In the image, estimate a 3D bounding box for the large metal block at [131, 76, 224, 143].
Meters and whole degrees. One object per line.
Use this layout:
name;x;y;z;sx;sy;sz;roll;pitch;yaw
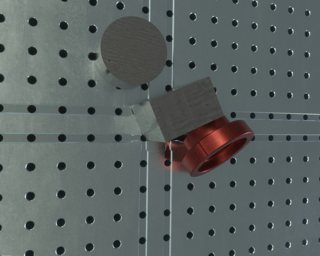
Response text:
large metal block;0.019;-0.022;0.390;0.081;0.080;0.050;-24;98;-18

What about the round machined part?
round machined part;0.070;0.020;0.408;0.099;0.098;0.042;-26;67;-18

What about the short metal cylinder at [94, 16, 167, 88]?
short metal cylinder;-0.038;-0.091;0.385;0.081;0.050;0.079;0;90;-20
